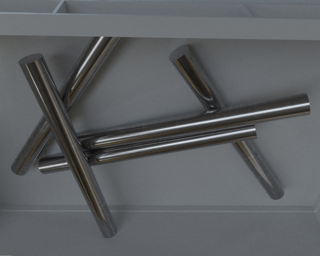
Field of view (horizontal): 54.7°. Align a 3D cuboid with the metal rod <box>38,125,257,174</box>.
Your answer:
[{"bbox_3d":[-0.028,0.028,0.413,0.301,0.025,0.025,-11,130,16],"label":"metal rod"}]

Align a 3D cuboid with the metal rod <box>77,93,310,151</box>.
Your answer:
[{"bbox_3d":[0.019,-0.002,0.382,0.301,0.025,0.025,-10,130,17],"label":"metal rod"}]

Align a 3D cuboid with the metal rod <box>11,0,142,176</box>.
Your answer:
[{"bbox_3d":[-0.117,-0.032,0.379,0.025,0.025,0.299,29,124,-23],"label":"metal rod"}]

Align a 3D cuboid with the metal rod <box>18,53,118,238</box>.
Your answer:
[{"bbox_3d":[-0.106,0.047,0.405,0.025,0.025,0.298,-8,126,6],"label":"metal rod"}]

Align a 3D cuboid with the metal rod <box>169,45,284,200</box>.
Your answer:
[{"bbox_3d":[0.104,0.011,0.420,0.025,0.025,0.300,-28,125,21],"label":"metal rod"}]
